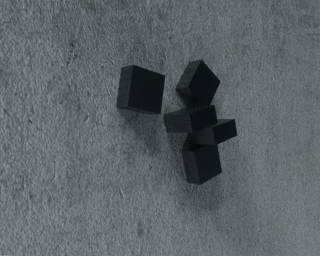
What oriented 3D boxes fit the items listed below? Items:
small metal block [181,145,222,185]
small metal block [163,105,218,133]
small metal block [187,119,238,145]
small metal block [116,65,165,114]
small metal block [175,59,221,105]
[{"bbox_3d":[0.062,0.050,0.457,0.050,0.025,0.050,-20,103,-38],"label":"small metal block"},{"bbox_3d":[0.041,-0.012,0.423,0.050,0.050,0.025,-20,103,-38],"label":"small metal block"},{"bbox_3d":[0.075,0.005,0.451,0.050,0.050,0.025,-18,102,-39],"label":"small metal block"},{"bbox_3d":[-0.023,-0.046,0.385,0.050,0.025,0.050,11,83,-39],"label":"small metal block"},{"bbox_3d":[0.056,-0.063,0.451,0.050,0.025,0.050,41,65,-33],"label":"small metal block"}]
